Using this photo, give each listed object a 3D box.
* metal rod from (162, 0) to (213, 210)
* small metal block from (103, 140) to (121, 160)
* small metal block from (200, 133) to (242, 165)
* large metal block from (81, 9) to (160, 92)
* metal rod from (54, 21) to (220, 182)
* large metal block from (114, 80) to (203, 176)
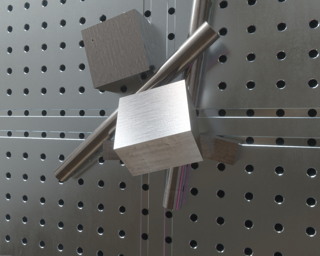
[{"bbox_3d":[0.037,-0.044,0.399,0.025,0.025,0.298,9,93,20],"label":"metal rod"},{"bbox_3d":[-0.041,0.028,0.414,0.050,0.050,0.025,-2,90,20],"label":"small metal block"},{"bbox_3d":[0.070,0.024,0.375,0.050,0.050,0.025,13,95,19],"label":"small metal block"},{"bbox_3d":[-0.050,-0.100,0.417,0.080,0.050,0.080,-15,85,19],"label":"large metal block"},{"bbox_3d":[-0.043,-0.022,0.412,0.299,0.025,0.025,-41,77,21],"label":"metal rod"},{"bbox_3d":[-0.001,0.000,0.348,0.080,0.050,0.080,-14,44,13],"label":"large metal block"}]
